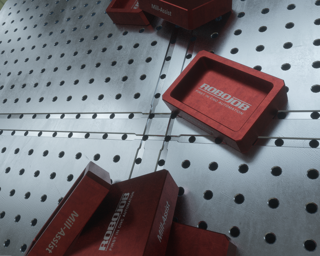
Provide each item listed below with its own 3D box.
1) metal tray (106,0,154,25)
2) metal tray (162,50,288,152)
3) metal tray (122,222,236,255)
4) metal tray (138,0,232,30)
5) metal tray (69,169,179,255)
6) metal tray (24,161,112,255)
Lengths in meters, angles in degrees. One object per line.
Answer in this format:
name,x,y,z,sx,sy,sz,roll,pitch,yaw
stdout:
metal tray,-0.032,-0.252,0.577,0.090,0.030,0.130,17,70,34
metal tray,0.077,-0.039,0.389,0.130,0.030,0.090,34,80,38
metal tray,0.003,0.143,0.317,0.130,0.030,0.090,5,64,30
metal tray,0.037,-0.202,0.488,0.091,0.030,0.130,-33,48,-23
metal tray,-0.035,0.103,0.318,0.090,0.030,0.130,-19,25,23
metal tray,-0.107,0.104,0.358,0.130,0.030,0.090,-55,10,-6
